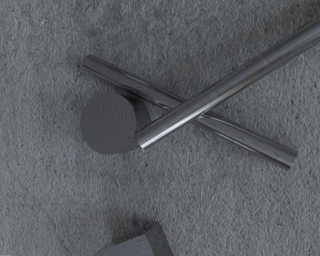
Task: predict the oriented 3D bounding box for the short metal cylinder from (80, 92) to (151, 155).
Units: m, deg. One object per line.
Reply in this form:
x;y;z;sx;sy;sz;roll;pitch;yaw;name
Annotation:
-0.058;-0.006;0.416;0.080;0.050;0.079;0;90;20;short metal cylinder

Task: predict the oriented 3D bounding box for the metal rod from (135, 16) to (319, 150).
0.102;-0.062;0.355;0.300;0.025;0.025;-32;80;10;metal rod

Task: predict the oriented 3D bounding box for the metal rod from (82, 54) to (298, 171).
0.025;-0.028;0.400;0.301;0.025;0.025;27;99;17;metal rod

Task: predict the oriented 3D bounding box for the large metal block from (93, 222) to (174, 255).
-0.027;0.181;0.405;0.080;0.050;0.080;-27;81;18;large metal block
